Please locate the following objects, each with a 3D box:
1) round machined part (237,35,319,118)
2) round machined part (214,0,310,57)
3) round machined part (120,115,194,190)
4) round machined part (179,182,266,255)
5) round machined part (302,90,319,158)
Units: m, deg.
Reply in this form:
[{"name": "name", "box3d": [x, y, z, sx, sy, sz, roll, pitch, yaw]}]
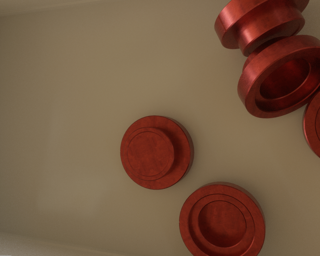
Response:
[{"name": "round machined part", "box3d": [0.129, -0.058, 0.334, 0.098, 0.098, 0.042, -33, 50, 17]}, {"name": "round machined part", "box3d": [0.112, -0.112, 0.331, 0.098, 0.098, 0.042, -26, 77, 18]}, {"name": "round machined part", "box3d": [-0.008, 0.032, 0.404, 0.098, 0.042, 0.097, 0, 90, 19]}, {"name": "round machined part", "box3d": [0.076, 0.113, 0.374, 0.098, 0.042, 0.097, 0, 90, 19]}, {"name": "round machined part", "box3d": [0.205, -0.004, 0.330, 0.098, 0.042, 0.097, 0, 90, 19]}]
